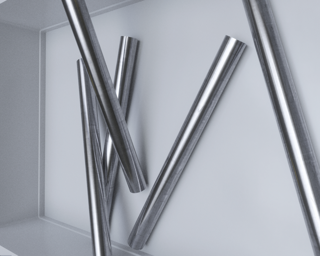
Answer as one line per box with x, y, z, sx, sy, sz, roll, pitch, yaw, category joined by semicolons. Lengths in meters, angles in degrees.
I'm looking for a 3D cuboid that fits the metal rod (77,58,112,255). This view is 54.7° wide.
-0.099;0.031;0.457;0.025;0.025;0.299;-25;65;37;metal rod

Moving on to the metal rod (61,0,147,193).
-0.071;-0.052;0.385;0.025;0.025;0.298;-1;114;40;metal rod

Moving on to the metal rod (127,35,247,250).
0.024;0.032;0.384;0.025;0.025;0.298;37;113;33;metal rod

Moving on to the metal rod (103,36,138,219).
-0.069;0.017;0.461;0.025;0.025;0.298;16;100;38;metal rod

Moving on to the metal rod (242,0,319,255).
0.127;-0.006;0.301;0.025;0.025;0.299;-20;78;38;metal rod
